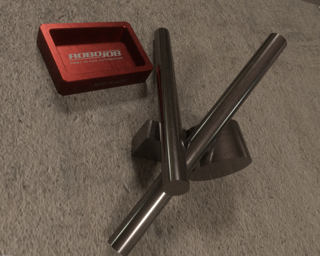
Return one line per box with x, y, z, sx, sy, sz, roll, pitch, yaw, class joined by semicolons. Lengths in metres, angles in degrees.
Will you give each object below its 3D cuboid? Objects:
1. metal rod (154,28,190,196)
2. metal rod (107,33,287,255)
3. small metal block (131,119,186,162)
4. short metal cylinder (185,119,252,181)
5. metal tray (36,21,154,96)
0.009;-0.048;0.392;0.025;0.025;0.300;18;40;-19;metal rod
0.050;0.008;0.343;0.025;0.025;0.300;40;77;-2;metal rod
-0.002;0.018;0.377;0.050;0.050;0.025;14;56;-20;small metal block
0.068;0.029;0.389;0.081;0.080;0.050;0;62;-29;short metal cylinder
-0.084;-0.097;0.415;0.131;0.030;0.090;-16;70;-35;metal tray
